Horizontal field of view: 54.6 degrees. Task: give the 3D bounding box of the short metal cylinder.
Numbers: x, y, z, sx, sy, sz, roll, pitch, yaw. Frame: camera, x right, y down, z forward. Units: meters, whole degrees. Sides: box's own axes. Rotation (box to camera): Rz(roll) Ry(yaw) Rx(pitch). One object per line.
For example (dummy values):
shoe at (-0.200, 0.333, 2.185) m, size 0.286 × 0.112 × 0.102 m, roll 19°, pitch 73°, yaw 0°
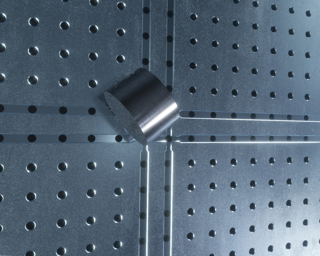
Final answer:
short metal cylinder at (-0.022, -0.025, 0.375) m, size 0.050 × 0.080 × 0.080 m, roll -39°, pitch 103°, yaw -16°
